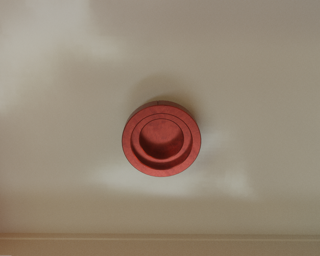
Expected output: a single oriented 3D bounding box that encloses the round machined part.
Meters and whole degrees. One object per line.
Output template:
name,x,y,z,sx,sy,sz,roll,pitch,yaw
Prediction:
round machined part,0.002,0.011,0.402,0.099,0.042,0.097,0,110,-1
